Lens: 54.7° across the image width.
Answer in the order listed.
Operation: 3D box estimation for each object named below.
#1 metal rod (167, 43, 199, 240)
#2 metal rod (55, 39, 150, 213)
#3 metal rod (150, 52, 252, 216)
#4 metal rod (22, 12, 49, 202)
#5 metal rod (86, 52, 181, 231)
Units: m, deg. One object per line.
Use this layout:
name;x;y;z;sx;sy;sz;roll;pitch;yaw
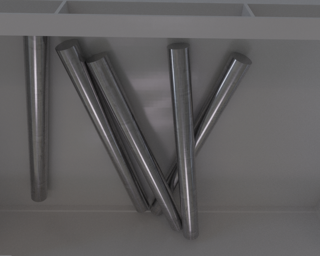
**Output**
metal rod;0.034;0.039;0.410;0.025;0.025;0.298;-4;121;3
metal rod;-0.065;0.021;0.426;0.025;0.025;0.299;-11;130;9
metal rod;0.043;0.030;0.435;0.025;0.025;0.298;14;129;-12
metal rod;-0.160;-0.001;0.406;0.025;0.025;0.298;10;130;-9
metal rod;-0.021;0.039;0.421;0.025;0.025;0.299;-15;123;12
